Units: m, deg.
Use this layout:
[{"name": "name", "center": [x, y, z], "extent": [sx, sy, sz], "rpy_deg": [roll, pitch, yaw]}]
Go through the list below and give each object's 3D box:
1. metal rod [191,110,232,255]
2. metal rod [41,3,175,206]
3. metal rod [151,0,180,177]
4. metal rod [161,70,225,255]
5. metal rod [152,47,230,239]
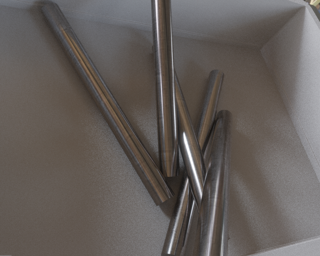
[{"name": "metal rod", "center": [0.065, 0.041, 0.338], "extent": [0.025, 0.025, 0.301], "rpy_deg": [38, 26, -3]}, {"name": "metal rod", "center": [-0.072, -0.039, 0.391], "extent": [0.025, 0.025, 0.299], "rpy_deg": [-23, 74, -37]}, {"name": "metal rod", "center": [0.005, -0.090, 0.385], "extent": [0.025, 0.025, 0.298], "rpy_deg": [-2, 88, -30]}, {"name": "metal rod", "center": [0.054, 0.026, 0.420], "extent": [0.025, 0.025, 0.300], "rpy_deg": [28, 52, -11]}, {"name": "metal rod", "center": [0.030, -0.004, 0.403], "extent": [0.025, 0.025, 0.299], "rpy_deg": [5, 53, -26]}]
